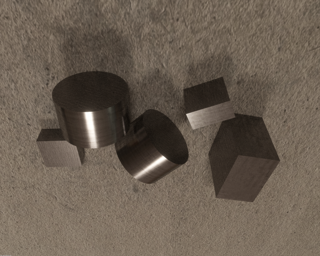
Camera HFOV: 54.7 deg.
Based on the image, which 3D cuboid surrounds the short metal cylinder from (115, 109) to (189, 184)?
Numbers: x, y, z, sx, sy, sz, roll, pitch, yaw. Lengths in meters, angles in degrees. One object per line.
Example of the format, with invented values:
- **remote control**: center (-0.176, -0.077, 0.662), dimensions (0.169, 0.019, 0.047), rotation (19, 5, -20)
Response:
- **short metal cylinder**: center (-0.009, 0.023, 0.391), dimensions (0.050, 0.080, 0.080), rotation (-37, 121, 27)

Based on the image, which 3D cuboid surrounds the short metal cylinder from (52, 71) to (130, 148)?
- **short metal cylinder**: center (-0.075, -0.022, 0.351), dimensions (0.081, 0.080, 0.050), rotation (0, 130, -1)

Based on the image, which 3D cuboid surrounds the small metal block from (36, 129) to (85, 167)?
- **small metal block**: center (-0.136, 0.028, 0.429), dimensions (0.050, 0.025, 0.050), rotation (-2, 130, 1)

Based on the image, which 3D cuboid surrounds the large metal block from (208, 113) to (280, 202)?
- **large metal block**: center (0.104, 0.038, 0.405), dimensions (0.050, 0.080, 0.079), rotation (9, 130, -8)

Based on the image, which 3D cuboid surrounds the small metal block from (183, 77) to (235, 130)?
- **small metal block**: center (0.057, -0.030, 0.366), dimensions (0.050, 0.050, 0.025), rotation (-17, 128, 13)
